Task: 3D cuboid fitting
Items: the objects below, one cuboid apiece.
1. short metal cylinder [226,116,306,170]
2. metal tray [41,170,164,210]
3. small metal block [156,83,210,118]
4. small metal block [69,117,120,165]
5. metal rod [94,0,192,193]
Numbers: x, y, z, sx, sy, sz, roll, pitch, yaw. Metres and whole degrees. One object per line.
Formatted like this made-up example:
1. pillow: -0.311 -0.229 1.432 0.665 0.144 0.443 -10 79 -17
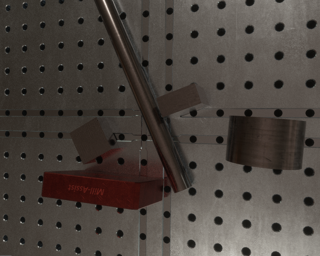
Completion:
1. short metal cylinder: 0.116 0.014 0.342 0.080 0.080 0.050 5 92 19
2. metal tray: -0.071 0.076 0.400 0.130 0.090 0.030 3 85 19
3. small metal block: 0.030 -0.032 0.388 0.050 0.050 0.025 -20 84 18
4. small metal block: -0.094 0.018 0.444 0.050 0.025 0.050 -29 81 17
5. metal rod: -0.027 -0.057 0.421 0.025 0.025 0.299 -25 82 18
